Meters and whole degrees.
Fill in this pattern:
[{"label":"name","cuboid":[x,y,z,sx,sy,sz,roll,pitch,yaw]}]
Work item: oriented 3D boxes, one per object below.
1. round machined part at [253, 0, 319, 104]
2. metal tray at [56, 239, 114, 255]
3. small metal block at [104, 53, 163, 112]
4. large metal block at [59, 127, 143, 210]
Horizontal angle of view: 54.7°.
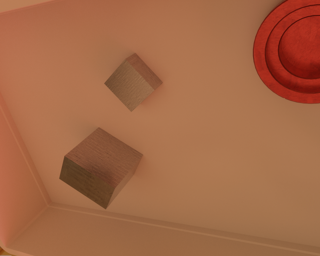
[{"label":"round machined part","cuboid":[0.138,-0.074,0.279,0.098,0.042,0.097,13,124,20]},{"label":"metal tray","cuboid":[-0.153,0.294,0.667,0.130,0.030,0.089,3,120,26]},{"label":"small metal block","cuboid":[-0.034,-0.057,0.390,0.050,0.025,0.050,47,129,-5]},{"label":"large metal block","cuboid":[-0.084,0.056,0.450,0.080,0.080,0.050,31,128,7]}]
